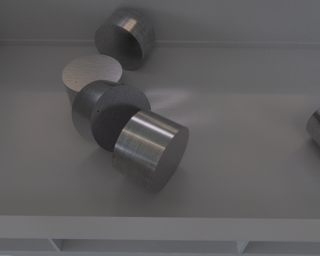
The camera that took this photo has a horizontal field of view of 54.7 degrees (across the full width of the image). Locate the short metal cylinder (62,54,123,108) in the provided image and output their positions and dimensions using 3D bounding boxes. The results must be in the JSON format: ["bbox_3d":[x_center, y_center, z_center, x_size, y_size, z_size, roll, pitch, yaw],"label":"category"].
[{"bbox_3d":[-0.091,-0.059,0.438,0.080,0.050,0.080,0,50,0],"label":"short metal cylinder"}]

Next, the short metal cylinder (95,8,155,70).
[{"bbox_3d":[-0.054,-0.139,0.486,0.080,0.080,0.050,17,52,14],"label":"short metal cylinder"}]

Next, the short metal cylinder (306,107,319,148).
[{"bbox_3d":[0.227,0.000,0.371,0.081,0.080,0.050,-14,52,-11],"label":"short metal cylinder"}]

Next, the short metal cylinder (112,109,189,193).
[{"bbox_3d":[-0.009,0.025,0.348,0.050,0.080,0.080,26,55,20],"label":"short metal cylinder"}]

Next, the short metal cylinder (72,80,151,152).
[{"bbox_3d":[-0.058,-0.015,0.373,0.080,0.080,0.050,-36,33,-26],"label":"short metal cylinder"}]
